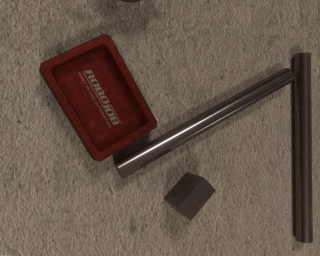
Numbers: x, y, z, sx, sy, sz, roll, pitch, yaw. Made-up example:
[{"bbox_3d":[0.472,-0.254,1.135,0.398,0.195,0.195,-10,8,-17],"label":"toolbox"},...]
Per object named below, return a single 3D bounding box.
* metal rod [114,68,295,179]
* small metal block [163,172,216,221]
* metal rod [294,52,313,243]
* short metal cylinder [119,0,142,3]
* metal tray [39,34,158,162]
[{"bbox_3d":[0.074,-0.015,0.437,0.302,0.025,0.025,-28,100,-18],"label":"metal rod"},{"bbox_3d":[0.038,0.089,0.411,0.050,0.050,0.025,-47,105,-14],"label":"small metal block"},{"bbox_3d":[0.229,0.031,0.496,0.025,0.025,0.298,-1,90,-20],"label":"metal rod"},{"bbox_3d":[-0.035,-0.205,0.383,0.081,0.050,0.079,0,90,-21],"label":"short metal cylinder"},{"bbox_3d":[-0.073,-0.036,0.379,0.091,0.030,0.130,-32,101,-18],"label":"metal tray"}]
